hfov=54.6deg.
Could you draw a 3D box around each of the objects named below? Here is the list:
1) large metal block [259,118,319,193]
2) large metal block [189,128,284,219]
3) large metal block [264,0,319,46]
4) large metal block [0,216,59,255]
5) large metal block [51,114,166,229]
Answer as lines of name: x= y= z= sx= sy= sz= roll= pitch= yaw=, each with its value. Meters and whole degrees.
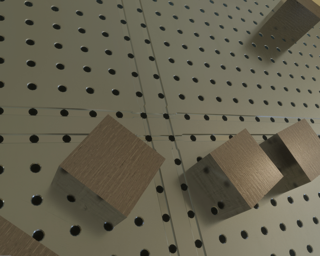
large metal block: x=0.209 y=0.041 z=0.479 sx=0.081 sy=0.050 sz=0.080 roll=-21 pitch=73 yaw=-36
large metal block: x=0.101 y=0.059 z=0.410 sx=0.081 sy=0.050 sz=0.080 roll=-28 pitch=77 yaw=-37
large metal block: x=0.290 y=-0.242 z=0.675 sx=0.080 sy=0.080 sz=0.050 roll=34 pitch=51 yaw=-6
large metal block: x=-0.128 y=0.128 z=0.245 sx=0.080 sy=0.050 sz=0.080 roll=37 pitch=51 yaw=-4
large metal block: x=-0.054 y=0.046 z=0.335 sx=0.080 sy=0.050 sz=0.080 roll=38 pitch=51 yaw=-3
